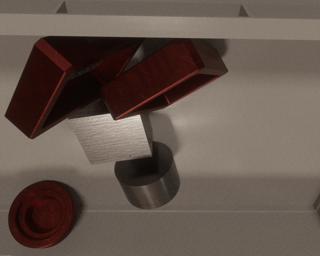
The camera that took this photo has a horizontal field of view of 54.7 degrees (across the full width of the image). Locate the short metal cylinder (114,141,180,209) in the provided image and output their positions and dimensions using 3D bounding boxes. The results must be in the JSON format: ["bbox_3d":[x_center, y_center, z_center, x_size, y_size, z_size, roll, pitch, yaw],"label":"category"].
[{"bbox_3d":[-0.016,0.064,0.427,0.080,0.080,0.050,-10,130,8],"label":"short metal cylinder"}]

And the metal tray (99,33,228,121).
[{"bbox_3d":[0.012,-0.047,0.305,0.090,0.131,0.030,-28,88,22],"label":"metal tray"}]

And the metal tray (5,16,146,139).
[{"bbox_3d":[-0.073,-0.052,0.291,0.030,0.131,0.090,42,125,0],"label":"metal tray"}]

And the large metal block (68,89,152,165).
[{"bbox_3d":[-0.057,-0.003,0.386,0.080,0.050,0.080,-8,133,6],"label":"large metal block"}]

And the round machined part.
[{"bbox_3d":[-0.177,0.135,0.482,0.099,0.098,0.042,-3,158,2],"label":"round machined part"}]
